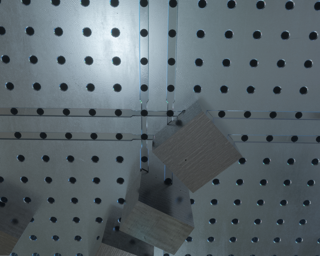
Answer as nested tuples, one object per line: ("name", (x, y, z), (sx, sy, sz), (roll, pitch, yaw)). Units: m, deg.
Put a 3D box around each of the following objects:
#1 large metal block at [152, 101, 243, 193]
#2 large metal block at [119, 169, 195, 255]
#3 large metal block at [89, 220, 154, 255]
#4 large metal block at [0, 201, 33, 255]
("large metal block", (0.047, 0.024, 0.409), (0.080, 0.050, 0.080), (-40, 106, 13))
("large metal block", (-0.004, 0.113, 0.425), (0.080, 0.080, 0.050), (28, 108, -10))
("large metal block", (-0.063, 0.201, 0.473), (0.080, 0.050, 0.080), (24, 108, -9))
("large metal block", (-0.251, 0.156, 0.456), (0.080, 0.050, 0.080), (31, 107, -11))
